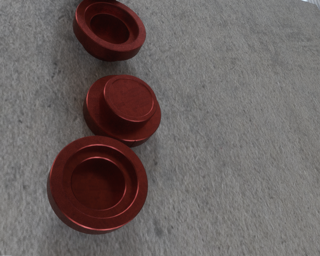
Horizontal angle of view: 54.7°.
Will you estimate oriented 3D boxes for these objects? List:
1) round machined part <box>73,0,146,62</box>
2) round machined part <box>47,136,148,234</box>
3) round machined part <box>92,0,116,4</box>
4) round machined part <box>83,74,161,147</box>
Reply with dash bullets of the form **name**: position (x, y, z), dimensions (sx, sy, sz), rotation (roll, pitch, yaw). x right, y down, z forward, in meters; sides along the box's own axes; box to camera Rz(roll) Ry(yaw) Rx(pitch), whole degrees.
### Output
- **round machined part**: position (-0.073, -0.133, 0.436), dimensions (0.099, 0.042, 0.098), rotation (14, 56, -21)
- **round machined part**: position (-0.066, 0.060, 0.322), dimensions (0.099, 0.042, 0.098), rotation (14, 56, -21)
- **round machined part**: position (-0.095, -0.217, 0.459), dimensions (0.099, 0.042, 0.098), rotation (15, 29, -8)
- **round machined part**: position (-0.043, -0.028, 0.388), dimensions (0.099, 0.042, 0.098), rotation (14, 56, -21)
